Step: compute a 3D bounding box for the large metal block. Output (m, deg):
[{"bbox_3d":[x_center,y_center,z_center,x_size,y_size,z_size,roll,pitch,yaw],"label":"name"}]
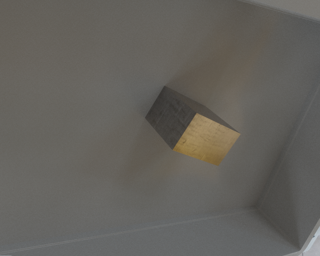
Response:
[{"bbox_3d":[0.040,-0.003,0.395,0.080,0.080,0.050,22,107,-37],"label":"large metal block"}]
